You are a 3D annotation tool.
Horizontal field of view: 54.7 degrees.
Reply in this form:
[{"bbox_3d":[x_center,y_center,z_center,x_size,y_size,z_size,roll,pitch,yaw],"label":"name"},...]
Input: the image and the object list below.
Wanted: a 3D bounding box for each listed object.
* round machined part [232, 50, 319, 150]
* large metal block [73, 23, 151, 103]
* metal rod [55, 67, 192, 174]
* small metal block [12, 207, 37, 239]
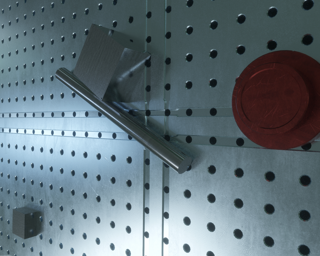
[{"bbox_3d":[0.115,-0.027,0.303,0.098,0.042,0.097,0,90,39],"label":"round machined part"},{"bbox_3d":[-0.072,-0.093,0.450,0.080,0.050,0.079,42,115,31],"label":"large metal block"},{"bbox_3d":[-0.072,-0.025,0.465,0.300,0.025,0.025,35,111,34],"label":"metal rod"},{"bbox_3d":[-0.278,0.194,0.635,0.050,0.025,0.050,2,92,39],"label":"small metal block"}]
